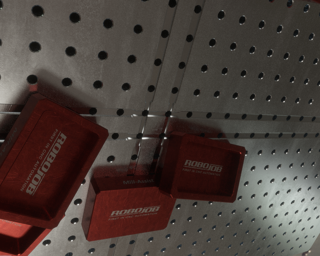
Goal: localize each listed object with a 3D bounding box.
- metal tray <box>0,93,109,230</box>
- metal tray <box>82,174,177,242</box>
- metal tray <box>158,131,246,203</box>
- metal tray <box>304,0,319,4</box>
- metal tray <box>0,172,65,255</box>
[{"bbox_3d":[-0.126,0.039,0.340,0.090,0.030,0.130,32,85,-40],"label":"metal tray"},{"bbox_3d":[-0.042,0.115,0.458,0.131,0.030,0.089,1,118,-30],"label":"metal tray"},{"bbox_3d":[0.067,0.061,0.462,0.131,0.030,0.089,13,88,-34],"label":"metal tray"},{"bbox_3d":[0.169,-0.211,0.371,0.131,0.030,0.089,3,117,-30],"label":"metal tray"},{"bbox_3d":[-0.193,0.102,0.366,0.090,0.030,0.130,-47,130,5],"label":"metal tray"}]
